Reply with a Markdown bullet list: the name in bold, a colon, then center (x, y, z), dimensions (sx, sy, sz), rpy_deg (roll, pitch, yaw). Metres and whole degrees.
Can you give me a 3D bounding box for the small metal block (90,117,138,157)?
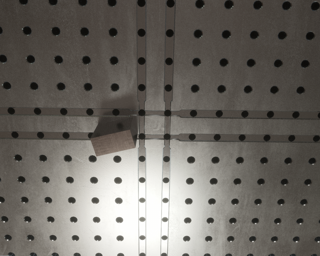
- **small metal block**: center (-0.058, 0.010, 0.403), dimensions (0.050, 0.050, 0.025), rpy_deg (-13, 110, 4)
